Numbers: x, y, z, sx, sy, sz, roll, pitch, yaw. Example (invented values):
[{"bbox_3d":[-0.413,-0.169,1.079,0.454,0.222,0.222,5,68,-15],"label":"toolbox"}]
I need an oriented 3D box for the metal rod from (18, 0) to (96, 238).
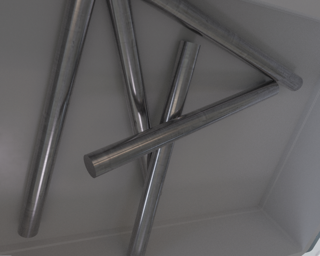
[{"bbox_3d":[-0.120,0.002,0.343,0.025,0.025,0.298,7,115,-32],"label":"metal rod"}]

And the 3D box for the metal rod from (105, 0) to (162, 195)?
[{"bbox_3d":[-0.027,-0.025,0.378,0.025,0.025,0.298,-20,126,-17],"label":"metal rod"}]

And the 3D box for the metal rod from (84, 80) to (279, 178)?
[{"bbox_3d":[0.049,-0.011,0.384,0.302,0.025,0.025,-22,128,-32],"label":"metal rod"}]

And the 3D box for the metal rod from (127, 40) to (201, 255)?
[{"bbox_3d":[0.001,0.040,0.402,0.025,0.025,0.298,6,106,-31],"label":"metal rod"}]

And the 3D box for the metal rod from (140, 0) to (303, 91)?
[{"bbox_3d":[0.094,-0.104,0.389,0.302,0.025,0.025,17,109,-37],"label":"metal rod"}]
